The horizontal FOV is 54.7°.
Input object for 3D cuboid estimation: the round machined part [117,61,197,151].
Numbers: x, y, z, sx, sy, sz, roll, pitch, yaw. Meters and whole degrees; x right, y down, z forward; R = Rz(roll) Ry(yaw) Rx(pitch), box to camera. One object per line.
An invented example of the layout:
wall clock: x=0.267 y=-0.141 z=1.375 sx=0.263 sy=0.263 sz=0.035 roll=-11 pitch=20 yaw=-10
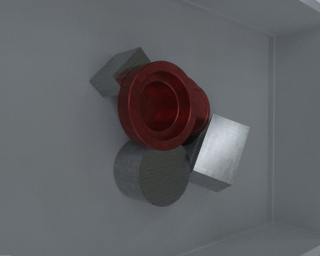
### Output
round machined part: x=-0.007 y=-0.024 z=0.351 sx=0.099 sy=0.042 sz=0.097 roll=0 pitch=90 yaw=-40

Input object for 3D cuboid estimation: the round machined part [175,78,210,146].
round machined part: x=0.030 y=-0.024 z=0.418 sx=0.099 sy=0.042 sz=0.097 roll=0 pitch=90 yaw=-40

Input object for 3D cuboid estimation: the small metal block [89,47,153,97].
small metal block: x=-0.044 y=-0.063 z=0.352 sx=0.025 sy=0.050 sz=0.050 roll=52 pitch=60 yaw=-28

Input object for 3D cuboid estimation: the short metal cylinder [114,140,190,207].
short metal cylinder: x=-0.009 y=0.052 z=0.383 sx=0.081 sy=0.050 sz=0.079 roll=0 pitch=90 yaw=-40

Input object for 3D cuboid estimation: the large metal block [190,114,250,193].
large metal block: x=0.076 y=0.038 z=0.426 sx=0.050 sy=0.080 sz=0.080 roll=21 pitch=72 yaw=4
